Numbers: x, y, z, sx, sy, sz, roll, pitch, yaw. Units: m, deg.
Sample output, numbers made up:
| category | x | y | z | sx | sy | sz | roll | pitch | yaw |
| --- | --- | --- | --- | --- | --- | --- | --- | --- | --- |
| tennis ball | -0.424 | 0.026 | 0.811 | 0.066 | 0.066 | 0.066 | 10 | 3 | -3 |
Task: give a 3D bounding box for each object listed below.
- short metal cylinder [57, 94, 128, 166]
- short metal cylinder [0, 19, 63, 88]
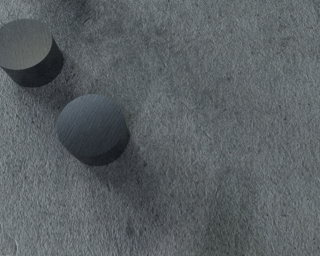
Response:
| category | x | y | z | sx | sy | sz | roll | pitch | yaw |
| --- | --- | --- | --- | --- | --- | --- | --- | --- | --- |
| short metal cylinder | -0.082 | 0.004 | 0.393 | 0.081 | 0.050 | 0.080 | 0 | 70 | 0 |
| short metal cylinder | -0.183 | -0.103 | 0.431 | 0.081 | 0.050 | 0.080 | 0 | 70 | 0 |
